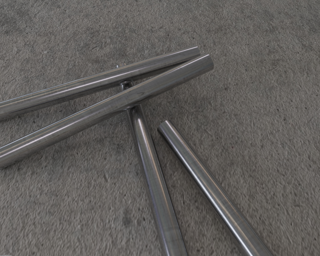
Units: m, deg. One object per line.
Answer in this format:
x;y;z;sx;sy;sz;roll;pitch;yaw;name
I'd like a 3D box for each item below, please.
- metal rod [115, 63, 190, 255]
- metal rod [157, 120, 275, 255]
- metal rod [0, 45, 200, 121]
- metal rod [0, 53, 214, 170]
-0.019;0.021;0.385;0.025;0.025;0.300;-11;51;-9;metal rod
0.079;0.100;0.319;0.025;0.025;0.300;-23;54;-18;metal rod
-0.090;-0.061;0.427;0.302;0.025;0.025;-17;52;-4;metal rod
-0.066;-0.025;0.396;0.302;0.025;0.025;-26;55;-11;metal rod
